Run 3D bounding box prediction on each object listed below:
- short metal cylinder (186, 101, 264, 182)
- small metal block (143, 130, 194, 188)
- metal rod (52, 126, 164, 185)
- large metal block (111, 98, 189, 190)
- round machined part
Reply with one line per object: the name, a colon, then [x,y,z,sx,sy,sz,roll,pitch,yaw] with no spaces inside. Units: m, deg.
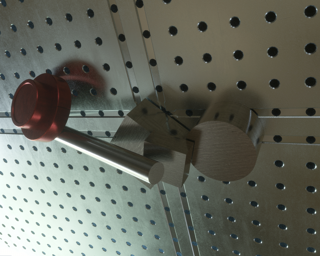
short metal cylinder: [0.076,0.015,0.363,0.080,0.050,0.079,13,124,20]
small metal block: [0.009,0.036,0.360,0.050,0.025,0.050,17,125,18]
metal rod: [-0.115,0.015,0.423,0.300,0.025,0.025,16,127,39]
large metal block: [-0.016,0.022,0.413,0.080,0.050,0.080,37,129,2]
round machined part: [-0.172,-0.031,0.435,0.098,0.042,0.098,-9,74,37]
